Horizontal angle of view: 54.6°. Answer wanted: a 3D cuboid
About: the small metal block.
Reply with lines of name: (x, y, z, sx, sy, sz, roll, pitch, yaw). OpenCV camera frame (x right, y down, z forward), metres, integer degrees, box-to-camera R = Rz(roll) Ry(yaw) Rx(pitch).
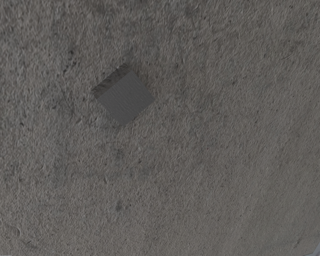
small metal block: (-0.042, -0.038, 0.360, 0.050, 0.025, 0.050, -40, 129, -1)
